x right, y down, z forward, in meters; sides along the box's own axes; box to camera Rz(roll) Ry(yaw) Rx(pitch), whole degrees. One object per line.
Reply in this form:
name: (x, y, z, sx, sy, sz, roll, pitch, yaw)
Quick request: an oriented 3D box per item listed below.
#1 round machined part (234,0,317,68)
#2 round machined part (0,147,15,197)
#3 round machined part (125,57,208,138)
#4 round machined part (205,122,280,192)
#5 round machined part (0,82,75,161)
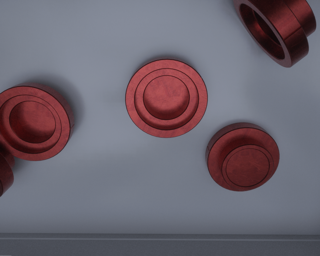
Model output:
round machined part: (0.126, -0.116, 0.331, 0.042, 0.098, 0.098, -38, 106, 10)
round machined part: (-0.232, 0.043, 0.402, 0.098, 0.042, 0.097, 11, 128, 15)
round machined part: (0.008, -0.040, 0.388, 0.099, 0.042, 0.097, 0, 110, -1)
round machined part: (0.114, 0.045, 0.421, 0.099, 0.042, 0.097, 0, 110, -1)
round machined part: (-0.159, -0.011, 0.396, 0.099, 0.042, 0.097, 0, 110, -1)
